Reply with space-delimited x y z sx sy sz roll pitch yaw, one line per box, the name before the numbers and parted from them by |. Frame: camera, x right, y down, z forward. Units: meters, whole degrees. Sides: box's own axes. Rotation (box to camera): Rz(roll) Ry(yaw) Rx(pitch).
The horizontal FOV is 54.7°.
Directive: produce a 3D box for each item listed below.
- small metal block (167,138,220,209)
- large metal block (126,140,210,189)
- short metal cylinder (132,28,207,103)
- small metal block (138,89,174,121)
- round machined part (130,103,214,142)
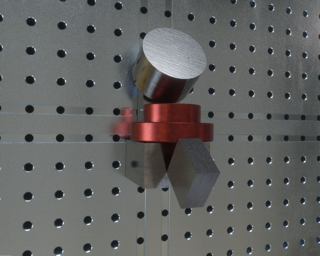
small metal block | 0.032 0.045 0.315 0.025 0.050 0.050 1 128 -21
large metal block | 0.007 0.041 0.386 0.081 0.080 0.050 1 90 -20
short metal cylinder | 0.011 -0.077 0.386 0.081 0.050 0.080 10 57 -15
small metal block | -0.002 -0.031 0.412 0.050 0.025 0.050 1 90 -21
round machined part | 0.014 -0.006 0.369 0.099 0.098 0.042 1 90 -20
